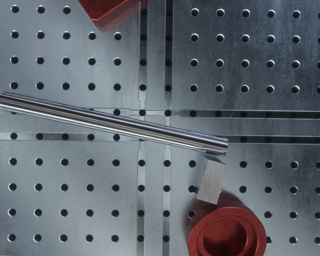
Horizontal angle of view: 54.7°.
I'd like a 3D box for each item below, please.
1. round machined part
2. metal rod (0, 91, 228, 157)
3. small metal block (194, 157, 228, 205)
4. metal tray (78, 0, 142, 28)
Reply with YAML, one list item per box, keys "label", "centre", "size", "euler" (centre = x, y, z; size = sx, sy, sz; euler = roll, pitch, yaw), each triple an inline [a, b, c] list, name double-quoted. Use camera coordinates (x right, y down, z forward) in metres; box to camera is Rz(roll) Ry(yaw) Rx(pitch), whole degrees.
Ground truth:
- label: "round machined part"
  centre: [0.082, 0.139, 0.401]
  size: [0.099, 0.042, 0.097]
  euler: [-1, 100, -4]
- label: "metal rod"
  centre: [-0.060, -0.005, 0.412]
  size: [0.302, 0.025, 0.025]
  euler: [12, 90, -1]
- label: "small metal block"
  centre: [0.065, 0.066, 0.401]
  size: [0.025, 0.050, 0.050]
  euler: [17, 90, 3]
- label: "metal tray"
  centre: [-0.084, -0.213, 0.409]
  size: [0.090, 0.030, 0.130]
  euler: [-34, 90, -1]
